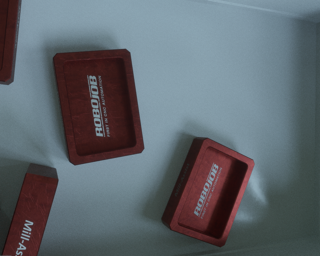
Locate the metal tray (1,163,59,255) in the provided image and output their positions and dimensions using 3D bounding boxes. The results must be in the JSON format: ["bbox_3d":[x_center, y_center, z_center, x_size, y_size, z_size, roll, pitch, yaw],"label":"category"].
[{"bbox_3d":[-0.141,0.107,0.324,0.030,0.090,0.129,16,85,-19],"label":"metal tray"}]

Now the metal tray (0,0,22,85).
[{"bbox_3d":[-0.202,-0.117,0.332,0.091,0.030,0.129,5,88,-20],"label":"metal tray"}]

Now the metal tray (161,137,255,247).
[{"bbox_3d":[0.069,0.088,0.432,0.090,0.030,0.130,26,82,-18],"label":"metal tray"}]

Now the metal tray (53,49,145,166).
[{"bbox_3d":[-0.075,-0.027,0.380,0.091,0.030,0.129,-9,93,-20],"label":"metal tray"}]
